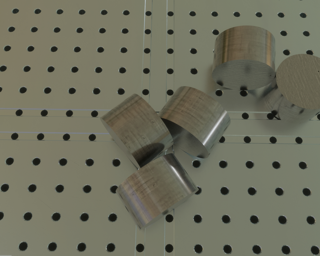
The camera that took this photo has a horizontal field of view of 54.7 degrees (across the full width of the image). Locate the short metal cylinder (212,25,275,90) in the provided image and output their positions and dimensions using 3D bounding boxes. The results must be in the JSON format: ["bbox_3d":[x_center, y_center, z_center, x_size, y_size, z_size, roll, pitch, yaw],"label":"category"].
[{"bbox_3d":[0.113,-0.092,0.417,0.080,0.080,0.050,7,70,2],"label":"short metal cylinder"}]

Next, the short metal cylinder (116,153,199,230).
[{"bbox_3d":[-0.003,0.073,0.356,0.080,0.080,0.050,-32,73,-11],"label":"short metal cylinder"}]

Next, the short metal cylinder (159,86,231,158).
[{"bbox_3d":[0.039,-0.006,0.385,0.080,0.080,0.050,33,73,11],"label":"short metal cylinder"}]

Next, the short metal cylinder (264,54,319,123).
[{"bbox_3d":[0.189,-0.052,0.419,0.081,0.050,0.080,0,70,0],"label":"short metal cylinder"}]

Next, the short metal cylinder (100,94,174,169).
[{"bbox_3d":[-0.029,0.005,0.380,0.050,0.080,0.080,-38,75,-12],"label":"short metal cylinder"}]
